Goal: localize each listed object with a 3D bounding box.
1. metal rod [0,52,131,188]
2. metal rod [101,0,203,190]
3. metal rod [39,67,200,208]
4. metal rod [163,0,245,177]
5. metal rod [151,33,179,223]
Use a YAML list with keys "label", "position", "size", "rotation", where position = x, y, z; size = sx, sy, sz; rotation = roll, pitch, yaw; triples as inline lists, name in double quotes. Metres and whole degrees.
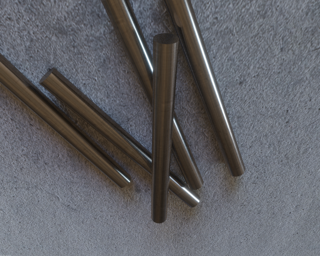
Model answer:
- label: "metal rod"
  position: [-0.135, -0.015, 0.393]
  size: [0.025, 0.025, 0.300]
  rotation: [-26, 126, 20]
- label: "metal rod"
  position: [0.005, -0.021, 0.388]
  size: [0.025, 0.025, 0.299]
  rotation: [-15, 129, 12]
- label: "metal rod"
  position: [-0.037, 0.029, 0.431]
  size: [0.025, 0.025, 0.300]
  rotation: [-31, 124, 23]
- label: "metal rod"
  position: [0.059, -0.043, 0.370]
  size: [0.025, 0.025, 0.299]
  rotation: [-17, 128, 14]
- label: "metal rod"
  position: [0.002, 0.027, 0.395]
  size: [0.025, 0.025, 0.298]
  rotation: [1, 130, -1]
